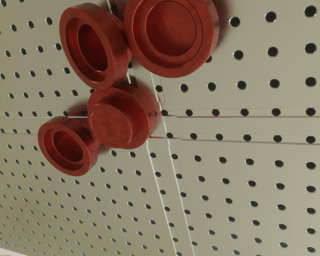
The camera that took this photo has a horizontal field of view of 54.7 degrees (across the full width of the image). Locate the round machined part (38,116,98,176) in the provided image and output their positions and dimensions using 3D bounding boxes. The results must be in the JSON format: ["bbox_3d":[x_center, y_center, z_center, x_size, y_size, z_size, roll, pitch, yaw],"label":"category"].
[{"bbox_3d":[-0.138,0.024,0.485,0.098,0.042,0.097,13,124,20],"label":"round machined part"}]

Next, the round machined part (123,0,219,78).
[{"bbox_3d":[0.014,-0.106,0.326,0.098,0.042,0.097,13,124,20],"label":"round machined part"}]

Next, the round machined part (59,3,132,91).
[{"bbox_3d":[-0.071,-0.097,0.364,0.098,0.042,0.097,29,138,31],"label":"round machined part"}]

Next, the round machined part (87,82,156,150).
[{"bbox_3d":[-0.059,-0.011,0.423,0.098,0.042,0.097,13,124,20],"label":"round machined part"}]
